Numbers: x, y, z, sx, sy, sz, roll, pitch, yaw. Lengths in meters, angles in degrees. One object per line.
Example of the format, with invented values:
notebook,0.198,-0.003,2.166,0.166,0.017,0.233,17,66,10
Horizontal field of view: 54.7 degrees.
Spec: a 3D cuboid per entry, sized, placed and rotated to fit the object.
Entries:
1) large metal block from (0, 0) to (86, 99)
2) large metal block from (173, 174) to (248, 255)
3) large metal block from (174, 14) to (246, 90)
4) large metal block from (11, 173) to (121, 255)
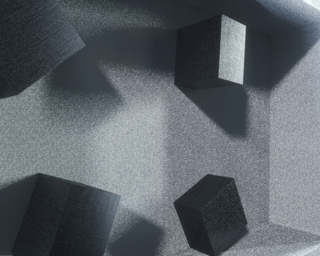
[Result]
large metal block,-0.131,-0.084,0.280,0.080,0.050,0.080,-48,119,-29
large metal block,0.076,0.125,0.454,0.081,0.050,0.080,-31,110,-36
large metal block,0.067,-0.099,0.427,0.050,0.080,0.080,6,86,-40
large metal block,-0.091,0.092,0.295,0.050,0.080,0.080,25,74,-37
